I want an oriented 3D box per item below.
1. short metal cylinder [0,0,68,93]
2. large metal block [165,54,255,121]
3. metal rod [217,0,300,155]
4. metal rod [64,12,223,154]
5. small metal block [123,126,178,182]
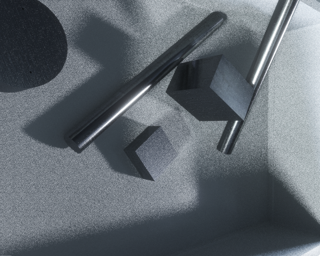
[{"bbox_3d":[-0.133,-0.074,0.280,0.081,0.050,0.079,0,90,-40],"label":"short metal cylinder"},{"bbox_3d":[0.070,-0.051,0.431,0.080,0.080,0.050,37,67,-34],"label":"large metal block"},{"bbox_3d":[0.145,-0.093,0.438,0.025,0.025,0.298,-5,122,-40],"label":"metal rod"},{"bbox_3d":[-0.003,-0.075,0.405,0.301,0.025,0.025,-46,118,-30],"label":"metal rod"},{"bbox_3d":[-0.011,0.032,0.400,0.050,0.025,0.050,-45,117,-31],"label":"small metal block"}]
